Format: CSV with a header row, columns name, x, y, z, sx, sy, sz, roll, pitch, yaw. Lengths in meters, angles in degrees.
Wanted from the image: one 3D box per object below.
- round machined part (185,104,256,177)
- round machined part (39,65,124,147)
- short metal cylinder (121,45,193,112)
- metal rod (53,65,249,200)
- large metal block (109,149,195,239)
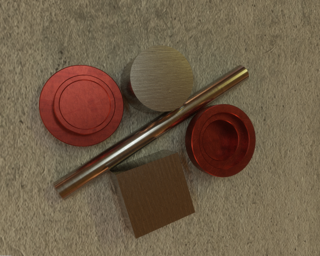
name,x,y,z,sx,sy,sz,roll,pitch,yaw
round machined part,0.079,0.017,0.430,0.099,0.042,0.097,0,90,-20
round machined part,-0.091,-0.026,0.367,0.099,0.042,0.097,0,90,-20
short metal cylinder,-0.005,-0.059,0.394,0.081,0.050,0.079,0,90,-20
metal rod,0.001,-0.003,0.411,0.302,0.025,0.025,-33,101,-17
large metal block,-0.012,0.079,0.393,0.081,0.050,0.080,-18,96,-19
